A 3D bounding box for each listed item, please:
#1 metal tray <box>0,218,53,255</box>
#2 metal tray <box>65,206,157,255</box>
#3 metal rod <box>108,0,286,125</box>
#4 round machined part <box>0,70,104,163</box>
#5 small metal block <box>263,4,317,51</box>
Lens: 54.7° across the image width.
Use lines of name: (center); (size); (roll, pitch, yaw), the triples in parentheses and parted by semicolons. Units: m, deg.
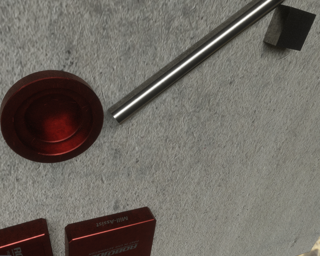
metal tray: (-0.190, 0.189, 0.416); (0.091, 0.030, 0.129); (-11, 124, -23)
metal tray: (-0.075, 0.176, 0.473); (0.131, 0.030, 0.089); (-6, 121, -26)
metal rod: (0.065, -0.104, 0.379); (0.301, 0.025, 0.025); (-38, 130, -3)
round machined part: (-0.113, -0.015, 0.326); (0.099, 0.042, 0.097); (-14, 125, -21)
small metal block: (0.176, -0.136, 0.421); (0.050, 0.025, 0.050); (1, 118, -30)
